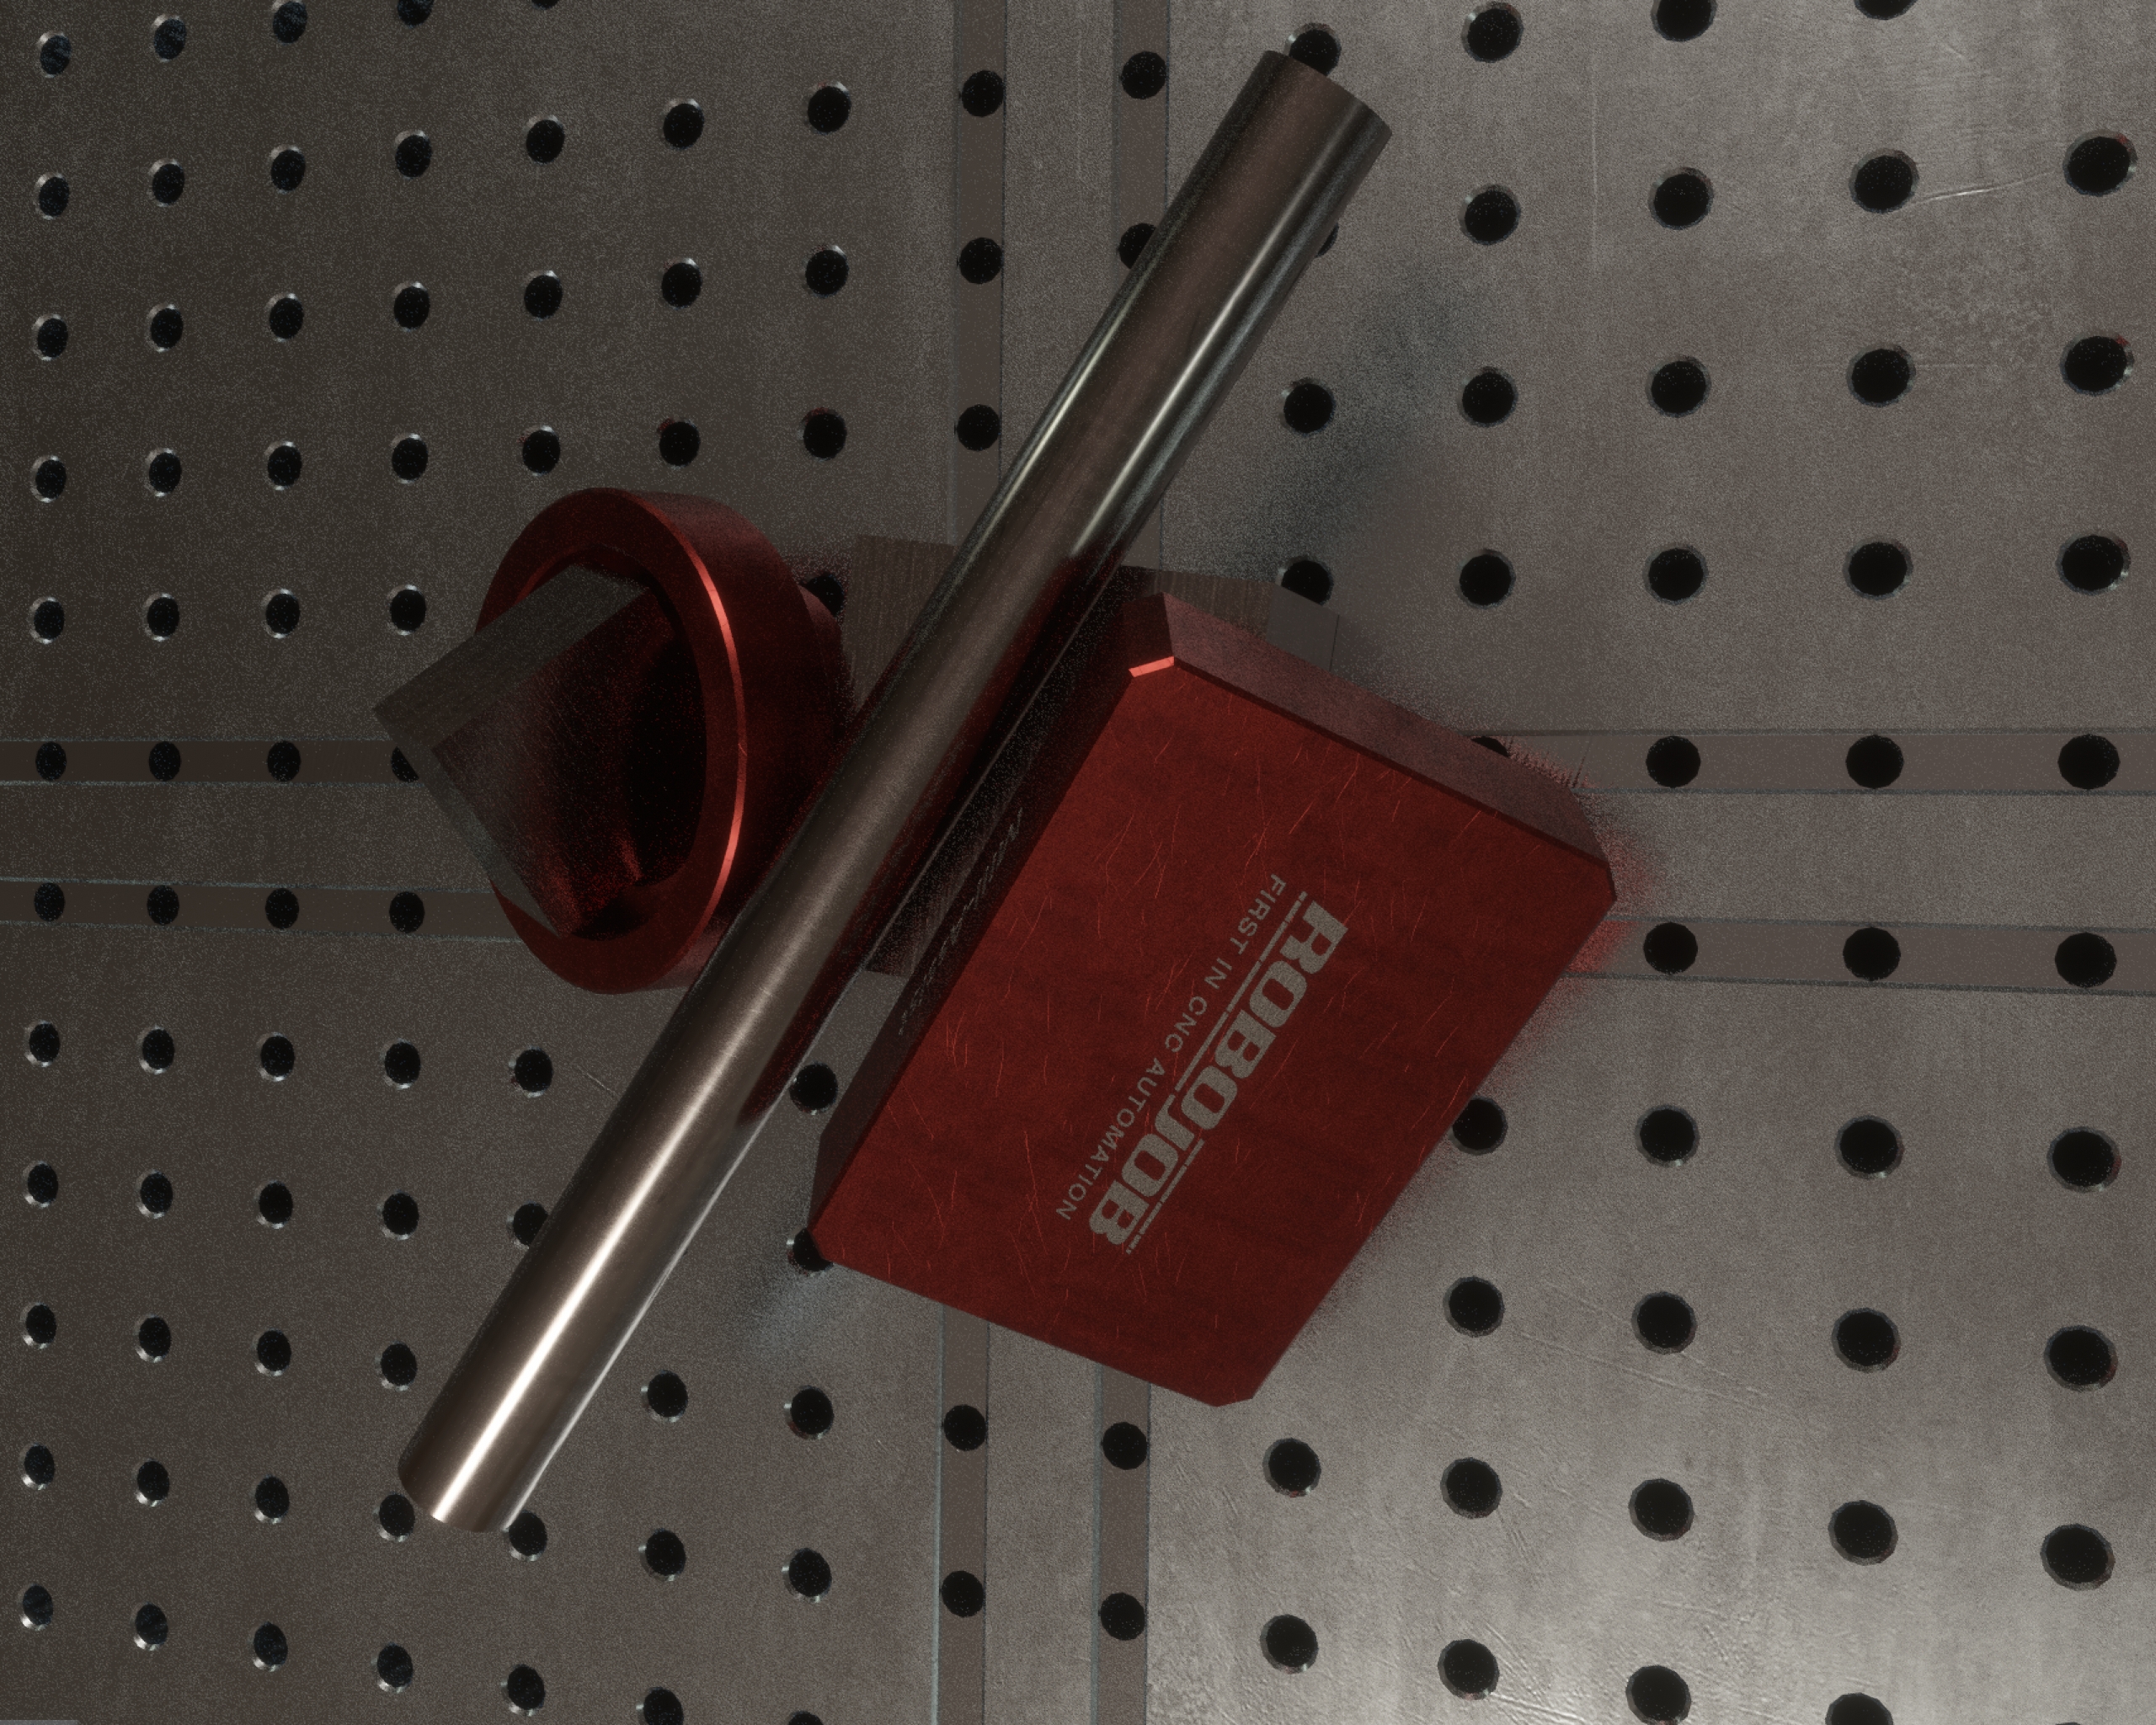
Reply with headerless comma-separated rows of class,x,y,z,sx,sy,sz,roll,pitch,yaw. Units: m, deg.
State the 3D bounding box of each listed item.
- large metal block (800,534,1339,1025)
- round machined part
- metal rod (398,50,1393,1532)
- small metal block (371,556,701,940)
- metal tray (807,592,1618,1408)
large metal block,-0.001,-0.015,0.398,0.080,0.050,0.079,10,93,19
round machined part,-0.079,-0.024,0.416,0.098,0.042,0.097,4,95,44
metal rod,-0.039,-0.004,0.372,0.025,0.025,0.299,36,101,16
small metal block,-0.098,-0.022,0.403,0.050,0.050,0.025,-42,43,-21
metal tray,0.020,0.029,0.366,0.090,0.030,0.129,24,115,-14
